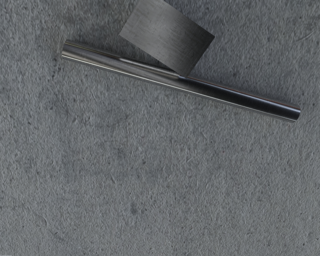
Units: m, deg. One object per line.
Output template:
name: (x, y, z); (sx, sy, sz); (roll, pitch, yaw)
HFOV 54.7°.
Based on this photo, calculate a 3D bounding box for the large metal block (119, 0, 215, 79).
large metal block: (0.007, -0.105, 0.342); (0.080, 0.080, 0.050); (31, 107, -11)

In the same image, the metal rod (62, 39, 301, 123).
metal rod: (0.031, -0.057, 0.389); (0.302, 0.025, 0.025); (15, 109, -6)
